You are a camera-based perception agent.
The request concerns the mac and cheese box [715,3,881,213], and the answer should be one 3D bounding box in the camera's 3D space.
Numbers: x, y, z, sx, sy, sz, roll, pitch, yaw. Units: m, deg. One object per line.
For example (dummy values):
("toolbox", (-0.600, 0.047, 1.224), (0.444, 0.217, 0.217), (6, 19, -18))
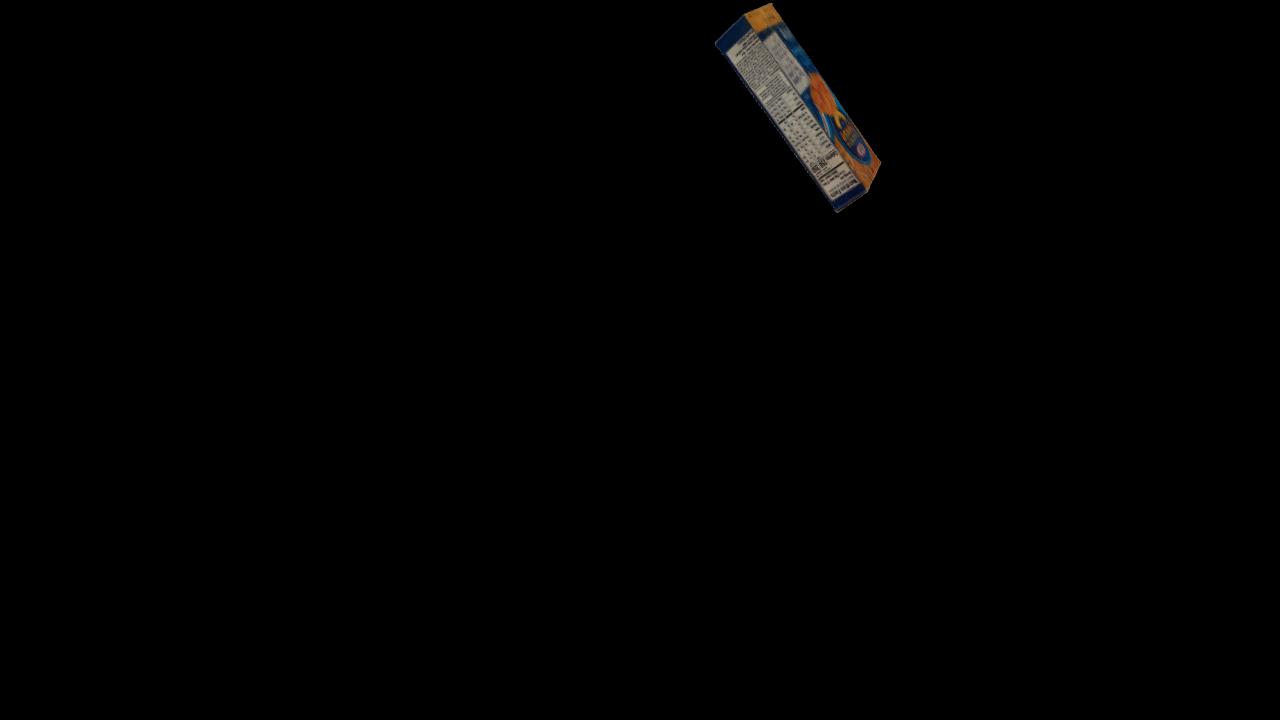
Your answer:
("mac and cheese box", (0.150, -0.232, 0.564), (0.041, 0.184, 0.093), (-32, 13, 39))
